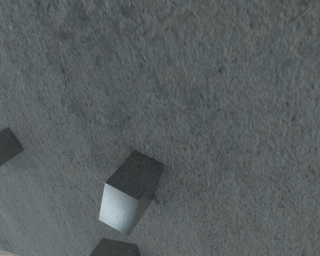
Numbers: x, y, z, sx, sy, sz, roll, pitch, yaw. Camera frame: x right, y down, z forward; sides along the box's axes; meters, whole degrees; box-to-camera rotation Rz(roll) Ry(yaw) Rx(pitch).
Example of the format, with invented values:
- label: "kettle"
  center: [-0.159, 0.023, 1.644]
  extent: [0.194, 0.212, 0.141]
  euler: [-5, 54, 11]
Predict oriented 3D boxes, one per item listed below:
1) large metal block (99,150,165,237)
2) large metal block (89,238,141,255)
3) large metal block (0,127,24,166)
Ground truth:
- label: "large metal block"
  center: [-0.041, 0.093, 0.448]
  extent: [0.050, 0.080, 0.079]
  euler: [25, 127, 12]
- label: "large metal block"
  center: [-0.079, 0.265, 0.594]
  extent: [0.080, 0.050, 0.080]
  euler: [-2, 118, 28]
- label: "large metal block"
  center: [-0.314, 0.045, 0.561]
  extent: [0.080, 0.080, 0.050]
  euler: [-12, 112, 33]
